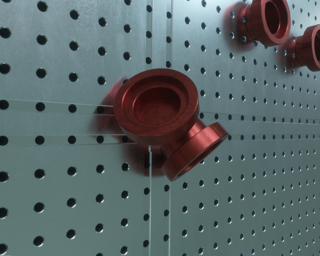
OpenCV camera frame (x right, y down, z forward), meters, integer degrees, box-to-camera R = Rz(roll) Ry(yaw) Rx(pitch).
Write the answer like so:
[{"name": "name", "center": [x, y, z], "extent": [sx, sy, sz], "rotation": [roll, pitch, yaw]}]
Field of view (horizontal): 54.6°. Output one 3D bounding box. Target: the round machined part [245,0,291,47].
[{"name": "round machined part", "center": [0.190, -0.194, 0.555], "extent": [0.099, 0.042, 0.097], "rotation": [0, 90, -40]}]

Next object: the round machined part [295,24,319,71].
[{"name": "round machined part", "center": [0.330, -0.171, 0.672], "extent": [0.099, 0.042, 0.097], "rotation": [0, 90, -40]}]

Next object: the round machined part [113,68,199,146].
[{"name": "round machined part", "center": [-0.002, -0.021, 0.369], "extent": [0.098, 0.098, 0.042], "rotation": [-57, 154, -24]}]

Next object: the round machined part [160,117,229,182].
[{"name": "round machined part", "center": [0.039, 0.023, 0.406], "extent": [0.099, 0.097, 0.042], "rotation": [-29, 73, -36]}]
